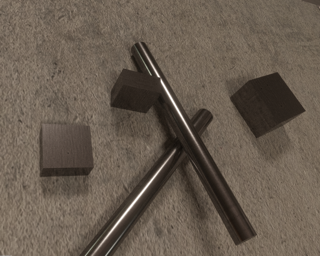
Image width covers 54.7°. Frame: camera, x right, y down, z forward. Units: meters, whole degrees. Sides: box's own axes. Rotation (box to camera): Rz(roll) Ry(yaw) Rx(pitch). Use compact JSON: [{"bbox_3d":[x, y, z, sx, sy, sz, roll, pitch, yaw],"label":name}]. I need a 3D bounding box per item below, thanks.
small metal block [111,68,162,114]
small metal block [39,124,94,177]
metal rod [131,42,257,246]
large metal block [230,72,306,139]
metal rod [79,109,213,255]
[{"bbox_3d":[-0.032,-0.046,0.400,0.050,0.050,0.025,10,58,-23],"label":"small metal block"},{"bbox_3d":[-0.102,0.024,0.335,0.050,0.025,0.050,3,61,-27],"label":"small metal block"},{"bbox_3d":[0.029,-0.001,0.391,0.025,0.025,0.299,-8,56,-32],"label":"metal rod"},{"bbox_3d":[0.177,-0.039,0.509,0.081,0.050,0.080,-19,72,-36],"label":"large metal block"},{"bbox_3d":[-0.012,0.069,0.356,0.025,0.025,0.301,42,51,0],"label":"metal rod"}]
